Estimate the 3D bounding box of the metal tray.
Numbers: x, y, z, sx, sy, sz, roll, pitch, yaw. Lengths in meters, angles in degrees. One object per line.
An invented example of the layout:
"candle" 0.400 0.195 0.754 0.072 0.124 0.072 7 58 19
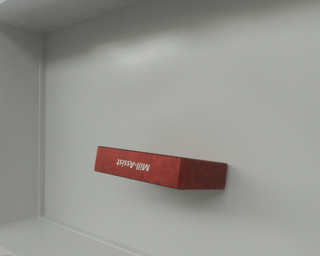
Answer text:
"metal tray" -0.001 0.046 0.360 0.130 0.091 0.030 4 84 39
